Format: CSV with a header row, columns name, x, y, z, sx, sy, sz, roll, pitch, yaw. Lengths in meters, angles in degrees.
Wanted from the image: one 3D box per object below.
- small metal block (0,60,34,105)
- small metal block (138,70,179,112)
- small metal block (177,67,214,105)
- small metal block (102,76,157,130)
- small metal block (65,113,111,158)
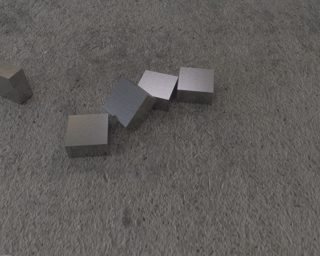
name,x,y,z,sx,sy,sz,roll,pitch,yaw
small metal block,-0.216,-0.066,0.441,0.050,0.050,0.025,21,53,16
small metal block,-0.005,-0.054,0.449,0.050,0.025,0.050,13,51,11
small metal block,0.052,-0.062,0.456,0.050,0.025,0.050,6,50,4
small metal block,-0.041,-0.033,0.413,0.050,0.025,0.050,39,100,28
small metal block,-0.090,0.009,0.395,0.050,0.025,0.050,-3,50,-3
